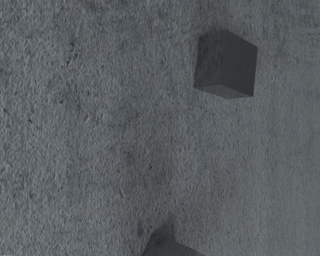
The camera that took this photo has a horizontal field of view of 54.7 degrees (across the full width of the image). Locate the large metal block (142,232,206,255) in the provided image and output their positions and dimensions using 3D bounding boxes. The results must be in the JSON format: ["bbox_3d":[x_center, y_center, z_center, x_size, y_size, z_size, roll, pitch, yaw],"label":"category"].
[{"bbox_3d":[0.014,0.186,0.381,0.050,0.080,0.080,42,65,-32],"label":"large metal block"}]

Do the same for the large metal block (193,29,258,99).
[{"bbox_3d":[0.101,-0.093,0.473,0.081,0.050,0.080,11,83,-39],"label":"large metal block"}]
